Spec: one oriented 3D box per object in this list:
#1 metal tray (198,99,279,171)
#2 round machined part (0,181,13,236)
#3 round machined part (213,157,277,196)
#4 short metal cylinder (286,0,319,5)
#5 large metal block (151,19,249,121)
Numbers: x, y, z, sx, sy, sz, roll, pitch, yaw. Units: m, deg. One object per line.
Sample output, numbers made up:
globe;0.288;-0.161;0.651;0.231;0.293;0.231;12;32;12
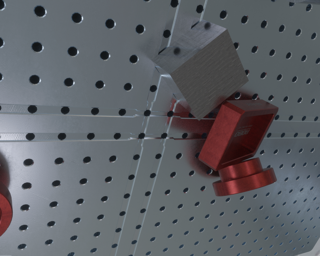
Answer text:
metal tray;0.116;0.006;0.445;0.131;0.030;0.089;-7;125;-50
round machined part;-0.215;0.086;0.336;0.099;0.042;0.097;-14;124;-21
round machined part;0.131;0.076;0.496;0.099;0.098;0.042;-12;80;-22
short metal cylinder;0.184;-0.187;0.360;0.050;0.080;0.079;-7;122;-25
large metal block;0.050;-0.070;0.379;0.080;0.050;0.080;-39;129;-2
